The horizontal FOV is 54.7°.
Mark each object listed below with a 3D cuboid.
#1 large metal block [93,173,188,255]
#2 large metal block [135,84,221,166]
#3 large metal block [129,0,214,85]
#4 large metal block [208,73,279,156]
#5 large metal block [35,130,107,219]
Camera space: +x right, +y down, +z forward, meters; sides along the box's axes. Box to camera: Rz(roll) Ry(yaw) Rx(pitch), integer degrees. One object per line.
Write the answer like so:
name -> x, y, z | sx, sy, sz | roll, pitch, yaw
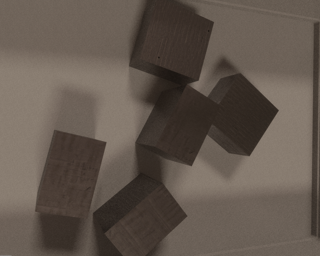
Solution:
large metal block -> -0.027, 0.104, 0.372 | 0.080, 0.080, 0.050 | -39, 103, -16
large metal block -> 0.020, -0.003, 0.390 | 0.050, 0.080, 0.080 | 30, 80, -18
large metal block -> 0.014, -0.109, 0.403 | 0.081, 0.050, 0.080 | 17, 84, -20
large metal block -> 0.105, -0.018, 0.438 | 0.080, 0.050, 0.080 | 40, 77, -16
large metal block -> -0.101, 0.047, 0.345 | 0.050, 0.080, 0.080 | 15, 85, -20
